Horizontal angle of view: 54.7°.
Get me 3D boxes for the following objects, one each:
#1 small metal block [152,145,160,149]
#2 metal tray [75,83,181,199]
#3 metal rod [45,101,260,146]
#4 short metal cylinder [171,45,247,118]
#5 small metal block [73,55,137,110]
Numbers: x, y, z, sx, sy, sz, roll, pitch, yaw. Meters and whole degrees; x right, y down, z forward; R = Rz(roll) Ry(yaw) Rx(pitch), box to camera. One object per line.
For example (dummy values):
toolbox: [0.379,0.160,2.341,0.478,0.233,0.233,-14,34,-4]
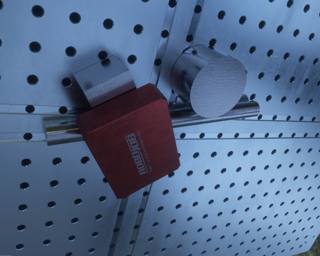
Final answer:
small metal block: [-0.019,0.041,0.426,0.050,0.025,0.050,-21,127,-16]
metal tray: [-0.029,0.021,0.356,0.091,0.030,0.129,-27,139,-11]
metal rod: [0.008,-0.011,0.411,0.303,0.025,0.025,-8,122,-25]
short metal cylinder: [0.061,-0.059,0.393,0.081,0.050,0.079,-14,125,-21]
small metal block: [-0.060,-0.049,0.332,0.050,0.050,0.025,-28,128,-11]
